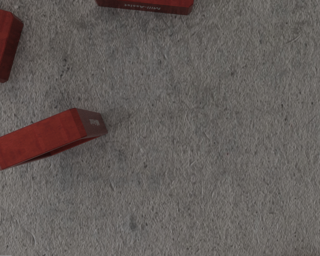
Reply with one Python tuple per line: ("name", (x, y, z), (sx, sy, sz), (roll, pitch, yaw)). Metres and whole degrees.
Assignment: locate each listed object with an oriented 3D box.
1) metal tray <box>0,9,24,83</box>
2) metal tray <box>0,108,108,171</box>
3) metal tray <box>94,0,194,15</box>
("metal tray", (-0.259, -0.120, 0.405), (0.131, 0.030, 0.090), (15, 90, 0))
("metal tray", (-0.117, 0.010, 0.356), (0.090, 0.130, 0.030), (-22, 90, 0))
("metal tray", (-0.018, -0.204, 0.407), (0.131, 0.030, 0.089), (6, 90, 0))
